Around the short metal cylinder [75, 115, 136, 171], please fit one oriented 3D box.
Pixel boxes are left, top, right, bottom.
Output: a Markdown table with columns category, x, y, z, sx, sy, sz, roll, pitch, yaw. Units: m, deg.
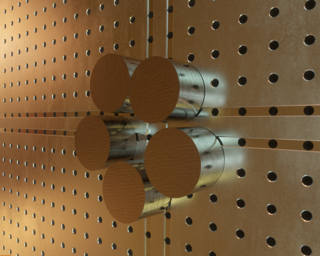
| category | x | y | z | sx | sy | sz | roll | pitch | yaw |
| --- | --- | --- | --- | --- | --- | --- | --- | --- | --- |
| short metal cylinder | -0.082 | 0.021 | 0.460 | 0.080 | 0.050 | 0.079 | 0 | 91 | 40 |

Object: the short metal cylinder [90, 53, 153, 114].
| category | x | y | z | sx | sy | sz | roll | pitch | yaw |
| --- | --- | --- | --- | --- | --- | --- | --- | --- | --- |
| short metal cylinder | -0.053 | -0.061 | 0.436 | 0.080 | 0.050 | 0.079 | 0 | 90 | 39 |

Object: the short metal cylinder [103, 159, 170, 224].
| category | x | y | z | sx | sy | sz | roll | pitch | yaw |
| --- | --- | --- | --- | --- | --- | --- | --- | --- | --- |
| short metal cylinder | -0.032 | 0.083 | 0.418 | 0.080 | 0.050 | 0.080 | 0 | 89 | 40 |

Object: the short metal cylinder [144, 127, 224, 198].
| category | x | y | z | sx | sy | sz | roll | pitch | yaw |
| --- | --- | --- | --- | --- | --- | --- | --- | --- | --- |
| short metal cylinder | 0.028 | 0.039 | 0.369 | 0.080 | 0.050 | 0.079 | 1 | 92 | 39 |

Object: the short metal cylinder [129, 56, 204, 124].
| category | x | y | z | sx | sy | sz | roll | pitch | yaw |
| --- | --- | --- | --- | --- | --- | --- | --- | --- | --- |
| short metal cylinder | 0.007 | -0.045 | 0.386 | 0.080 | 0.050 | 0.079 | 0 | 91 | 40 |
